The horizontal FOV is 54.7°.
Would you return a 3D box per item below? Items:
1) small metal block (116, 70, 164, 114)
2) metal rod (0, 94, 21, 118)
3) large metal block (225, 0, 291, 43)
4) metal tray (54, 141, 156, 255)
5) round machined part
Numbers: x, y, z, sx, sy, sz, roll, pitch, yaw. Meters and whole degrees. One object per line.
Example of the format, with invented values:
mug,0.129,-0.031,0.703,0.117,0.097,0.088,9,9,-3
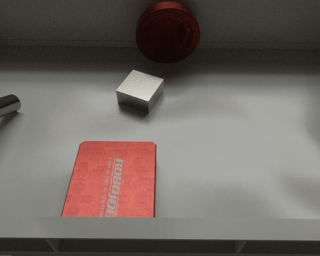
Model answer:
small metal block,-0.028,-0.054,0.450,0.050,0.025,0.050,20,53,15
metal rod,-0.253,0.014,0.300,0.025,0.025,0.301,16,24,13
large metal block,0.180,-0.212,0.572,0.080,0.050,0.080,32,57,24
metal tray,-0.050,0.072,0.334,0.091,0.030,0.130,1,45,0
round machined part,0.011,-0.153,0.487,0.099,0.097,0.042,-3,50,-3
